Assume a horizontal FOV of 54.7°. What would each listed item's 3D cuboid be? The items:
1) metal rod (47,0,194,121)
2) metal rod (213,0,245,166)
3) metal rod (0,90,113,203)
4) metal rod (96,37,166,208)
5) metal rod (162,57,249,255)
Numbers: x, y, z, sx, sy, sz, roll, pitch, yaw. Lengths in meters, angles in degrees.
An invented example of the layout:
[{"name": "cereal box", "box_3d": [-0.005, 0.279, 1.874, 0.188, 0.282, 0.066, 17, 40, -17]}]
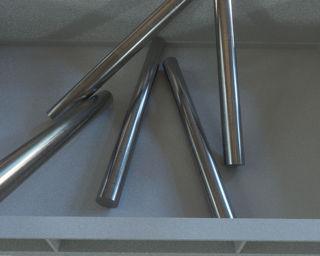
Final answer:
[{"name": "metal rod", "box_3d": [-0.033, -0.116, 0.416, 0.300, 0.025, 0.025, -43, 59, 1]}, {"name": "metal rod", "box_3d": [0.087, -0.100, 0.408, 0.025, 0.025, 0.299, -1, 76, -1]}, {"name": "metal rod", "box_3d": [-0.106, 0.011, 0.305, 0.025, 0.025, 0.301, 9, 23, 7]}, {"name": "metal rod", "box_3d": [-0.030, -0.032, 0.431, 0.025, 0.025, 0.300, 8, 50, 6]}, {"name": "metal rod", "box_3d": [0.045, 0.010, 0.397, 0.025, 0.025, 0.300, -9, 51, -8]}]
